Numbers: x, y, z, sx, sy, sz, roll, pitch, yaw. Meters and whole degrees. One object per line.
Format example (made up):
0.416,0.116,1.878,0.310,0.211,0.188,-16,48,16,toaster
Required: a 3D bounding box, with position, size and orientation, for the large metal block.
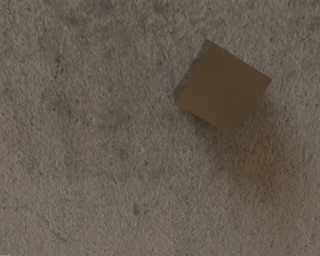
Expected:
0.072,-0.050,0.378,0.080,0.050,0.080,29,107,-10,large metal block
